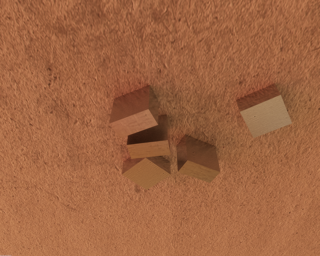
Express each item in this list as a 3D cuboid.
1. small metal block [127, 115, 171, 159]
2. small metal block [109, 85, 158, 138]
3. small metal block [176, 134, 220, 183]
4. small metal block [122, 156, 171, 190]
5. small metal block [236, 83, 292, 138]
[{"bbox_3d":[-0.013,0.011,0.400,0.050,0.050,0.025,-7,130,6],"label":"small metal block"},{"bbox_3d":[-0.030,-0.020,0.373,0.050,0.050,0.025,-19,128,15],"label":"small metal block"},{"bbox_3d":[0.052,0.042,0.427,0.050,0.050,0.025,21,127,-17],"label":"small metal block"},{"bbox_3d":[-0.020,0.059,0.458,0.050,0.025,0.050,-37,121,27],"label":"small metal block"},{"bbox_3d":[0.131,-0.021,0.391,0.050,0.025,0.050,-24,126,19],"label":"small metal block"}]
